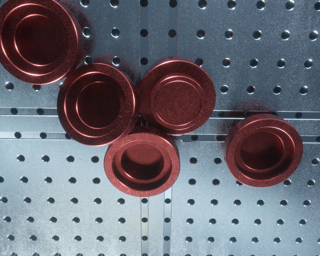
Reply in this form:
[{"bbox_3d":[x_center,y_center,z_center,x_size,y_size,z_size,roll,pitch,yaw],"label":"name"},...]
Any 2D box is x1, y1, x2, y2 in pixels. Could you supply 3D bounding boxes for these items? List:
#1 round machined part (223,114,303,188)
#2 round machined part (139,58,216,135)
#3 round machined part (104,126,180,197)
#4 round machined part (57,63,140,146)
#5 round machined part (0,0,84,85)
[{"bbox_3d":[0.134,0.027,0.415,0.099,0.042,0.097,0,110,0],"label":"round machined part"},{"bbox_3d":[0.021,-0.036,0.391,0.099,0.042,0.097,0,110,0],"label":"round machined part"},{"bbox_3d":[-0.023,0.041,0.417,0.099,0.042,0.097,0,114,1],"label":"round machined part"},{"bbox_3d":[-0.072,-0.027,0.381,0.098,0.042,0.097,0,90,13],"label":"round machined part"},{"bbox_3d":[-0.137,-0.102,0.362,0.098,0.042,0.097,1,105,4],"label":"round machined part"}]
